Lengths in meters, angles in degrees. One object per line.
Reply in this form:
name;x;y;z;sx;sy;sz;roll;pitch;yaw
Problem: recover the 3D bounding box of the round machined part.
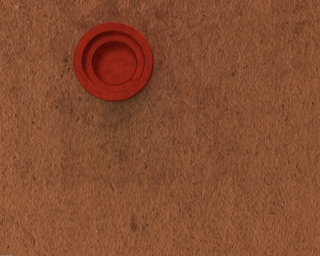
round machined part;-0.057;-0.082;0.401;0.099;0.042;0.097;0;90;0
